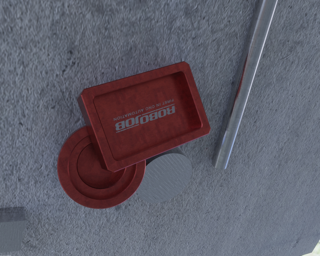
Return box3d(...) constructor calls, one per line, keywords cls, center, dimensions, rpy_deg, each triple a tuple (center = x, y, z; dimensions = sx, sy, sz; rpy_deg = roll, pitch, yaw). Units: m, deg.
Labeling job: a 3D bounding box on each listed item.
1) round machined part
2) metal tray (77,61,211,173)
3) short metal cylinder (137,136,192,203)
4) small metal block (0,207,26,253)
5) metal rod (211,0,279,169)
box3d(cls="round machined part", center=(-0.070, 0.042, 0.367), dimensions=(0.099, 0.042, 0.097), rpy_deg=(-1, 92, -19))
box3d(cls="metal tray", center=(-0.015, -0.015, 0.349), dimensions=(0.131, 0.030, 0.090), rpy_deg=(-20, 93, -23))
box3d(cls="short metal cylinder", center=(-0.004, 0.055, 0.423), dimensions=(0.081, 0.050, 0.079), rpy_deg=(-14, 124, -21))
box3d(cls="small metal block", center=(-0.195, 0.125, 0.378), dimensions=(0.050, 0.025, 0.050), rpy_deg=(5, 116, -31))
box3d(cls="metal rod", center=(0.118, -0.072, 0.426), dimensions=(0.025, 0.025, 0.298), rpy_deg=(-5, 121, -26))
